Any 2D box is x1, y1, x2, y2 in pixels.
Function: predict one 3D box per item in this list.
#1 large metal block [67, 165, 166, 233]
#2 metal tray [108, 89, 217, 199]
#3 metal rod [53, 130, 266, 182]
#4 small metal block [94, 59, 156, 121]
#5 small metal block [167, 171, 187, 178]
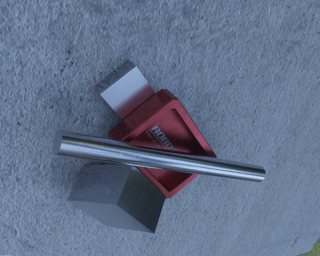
[{"bbox_3d":[-0.052,0.088,0.389,0.080,0.080,0.050,51,47,-40],"label":"large metal block"},{"bbox_3d":[0.008,0.025,0.393,0.090,0.030,0.130,-40,130,-2],"label":"metal tray"},{"bbox_3d":[0.025,0.041,0.378,0.302,0.025,0.025,13,112,-34],"label":"metal rod"},{"bbox_3d":[-0.039,-0.043,0.362,0.050,0.025,0.050,-39,130,-2],"label":"small metal block"},{"bbox_3d":[0.033,0.053,0.461,0.050,0.025,0.050,-44,130,2],"label":"small metal block"}]
